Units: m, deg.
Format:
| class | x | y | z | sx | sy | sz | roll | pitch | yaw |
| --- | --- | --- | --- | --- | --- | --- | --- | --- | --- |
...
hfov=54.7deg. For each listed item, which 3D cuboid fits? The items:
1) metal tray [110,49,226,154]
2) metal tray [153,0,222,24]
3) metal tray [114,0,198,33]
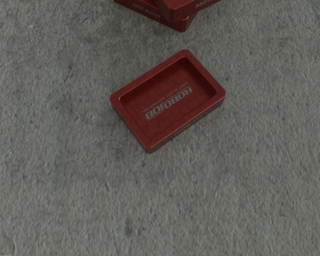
| class | x | y | z | sx | sy | sz | roll | pitch | yaw |
| --- | --- | --- | --- | --- | --- | --- | --- | --- | --- |
| metal tray | 0.011 | -0.038 | 0.419 | 0.131 | 0.030 | 0.090 | -34 | 74 | -12 |
| metal tray | 0.048 | -0.219 | 0.453 | 0.131 | 0.030 | 0.090 | -29 | 73 | -11 |
| metal tray | 0.002 | -0.215 | 0.484 | 0.130 | 0.030 | 0.090 | 28 | 72 | 9 |
